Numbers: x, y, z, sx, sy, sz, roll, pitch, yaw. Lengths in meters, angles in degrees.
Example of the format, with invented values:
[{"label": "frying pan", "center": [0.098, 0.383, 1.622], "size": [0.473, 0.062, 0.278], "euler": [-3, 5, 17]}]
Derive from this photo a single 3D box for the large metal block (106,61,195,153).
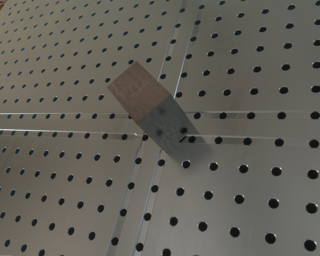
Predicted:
[{"label": "large metal block", "center": [-0.011, -0.026, 0.395], "size": [0.050, 0.080, 0.080], "euler": [-42, 51, 0]}]
